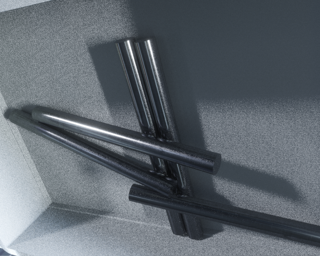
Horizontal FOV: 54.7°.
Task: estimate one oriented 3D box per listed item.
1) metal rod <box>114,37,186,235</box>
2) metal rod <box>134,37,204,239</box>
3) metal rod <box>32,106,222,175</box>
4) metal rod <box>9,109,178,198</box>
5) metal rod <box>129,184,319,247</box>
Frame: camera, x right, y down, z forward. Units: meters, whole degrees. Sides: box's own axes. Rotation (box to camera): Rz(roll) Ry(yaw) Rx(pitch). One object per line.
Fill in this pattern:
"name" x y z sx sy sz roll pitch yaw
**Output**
"metal rod" -0.005 0.028 0.423 0.025 0.025 0.298 -1 118 28
"metal rod" 0.019 0.031 0.413 0.025 0.025 0.298 -1 118 28
"metal rod" -0.064 0.009 0.419 0.300 0.025 0.025 14 125 28
"metal rod" -0.113 0.030 0.467 0.301 0.025 0.025 21 127 21
"metal rod" 0.103 0.116 0.401 0.301 0.025 0.025 10 123 16
